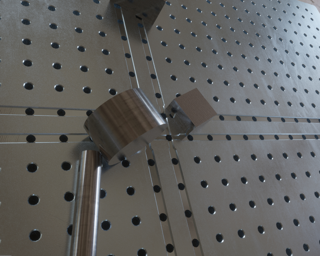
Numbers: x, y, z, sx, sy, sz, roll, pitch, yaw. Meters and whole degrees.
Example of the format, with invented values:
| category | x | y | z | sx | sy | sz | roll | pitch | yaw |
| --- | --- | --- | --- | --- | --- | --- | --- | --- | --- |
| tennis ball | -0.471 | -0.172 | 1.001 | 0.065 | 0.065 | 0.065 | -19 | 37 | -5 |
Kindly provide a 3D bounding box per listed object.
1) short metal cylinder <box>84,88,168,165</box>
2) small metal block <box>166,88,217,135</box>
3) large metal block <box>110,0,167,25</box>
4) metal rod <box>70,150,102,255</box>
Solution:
| category | x | y | z | sx | sy | sz | roll | pitch | yaw |
| --- | --- | --- | --- | --- | --- | --- | --- | --- | --- |
| short metal cylinder | -0.038 | -0.001 | 0.354 | 0.081 | 0.080 | 0.050 | -28 | 78 | -38 |
| small metal block | 0.046 | -0.025 | 0.450 | 0.050 | 0.025 | 0.050 | -30 | 78 | -38 |
| large metal block | -0.028 | -0.235 | 0.522 | 0.080 | 0.050 | 0.080 | 25 | 53 | -14 |
| metal rod | -0.071 | 0.159 | 0.273 | 0.025 | 0.025 | 0.299 | 11 | 57 | -23 |
